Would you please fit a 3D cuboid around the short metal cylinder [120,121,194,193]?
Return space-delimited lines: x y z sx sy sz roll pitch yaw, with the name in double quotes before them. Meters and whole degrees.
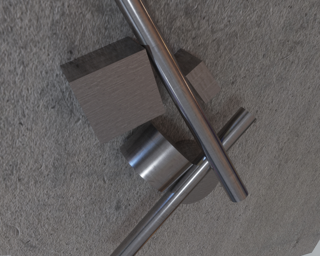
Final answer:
"short metal cylinder" -0.004 0.034 0.391 0.050 0.080 0.080 -45 129 3

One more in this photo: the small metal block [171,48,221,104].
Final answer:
"small metal block" 0.040 -0.063 0.374 0.025 0.050 0.050 -43 130 1

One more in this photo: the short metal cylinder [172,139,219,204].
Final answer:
"short metal cylinder" 0.041 0.064 0.453 0.081 0.050 0.079 -14 124 -21

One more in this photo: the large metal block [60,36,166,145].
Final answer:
"large metal block" -0.049 -0.042 0.338 0.080 0.050 0.080 -27 128 -11

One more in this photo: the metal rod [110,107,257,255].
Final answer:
"metal rod" 0.016 0.094 0.409 0.025 0.025 0.299 35 99 -39

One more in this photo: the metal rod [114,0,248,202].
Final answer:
"metal rod" 0.027 -0.033 0.342 0.025 0.025 0.299 -34 111 -6
